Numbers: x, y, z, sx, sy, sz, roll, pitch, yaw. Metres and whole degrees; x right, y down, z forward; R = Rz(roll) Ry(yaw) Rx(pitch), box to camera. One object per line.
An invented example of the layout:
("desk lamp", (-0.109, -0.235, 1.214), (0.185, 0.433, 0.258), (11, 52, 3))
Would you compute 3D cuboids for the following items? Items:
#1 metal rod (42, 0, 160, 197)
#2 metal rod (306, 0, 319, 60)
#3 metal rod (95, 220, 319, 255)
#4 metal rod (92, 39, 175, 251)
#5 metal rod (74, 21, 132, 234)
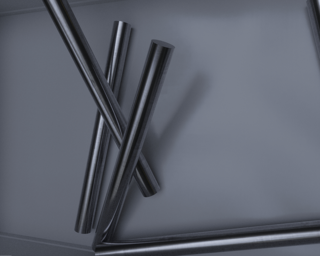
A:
("metal rod", (-0.072, -0.045, 0.377), (0.025, 0.025, 0.299), (-20, 106, 19))
("metal rod", (0.207, 0.000, 0.337), (0.025, 0.025, 0.298), (-13, 86, 19))
("metal rod", (0.063, 0.138, 0.374), (0.301, 0.025, 0.025), (-11, 87, 14))
("metal rod", (-0.041, 0.042, 0.376), (0.025, 0.025, 0.298), (28, 117, 17))
("metal rod", (-0.081, 0.002, 0.437), (0.025, 0.025, 0.298), (13, 94, 19))
